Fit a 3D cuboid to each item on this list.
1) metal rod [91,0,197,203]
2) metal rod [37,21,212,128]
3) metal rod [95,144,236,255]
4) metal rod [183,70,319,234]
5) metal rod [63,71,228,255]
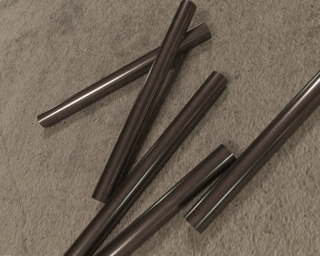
[{"bbox_3d":[-0.016,-0.043,0.418,0.025,0.025,0.299,15,75,34],"label":"metal rod"},{"bbox_3d":[-0.061,-0.078,0.482,0.301,0.025,0.025,-27,53,10],"label":"metal rod"},{"bbox_3d":[-0.035,0.126,0.343,0.300,0.025,0.025,-41,51,-1],"label":"metal rod"},{"bbox_3d":[0.138,-0.006,0.335,0.300,0.025,0.025,-46,51,-5],"label":"metal rod"},{"bbox_3d":[-0.016,0.050,0.380,0.025,0.025,0.300,33,80,38],"label":"metal rod"}]
